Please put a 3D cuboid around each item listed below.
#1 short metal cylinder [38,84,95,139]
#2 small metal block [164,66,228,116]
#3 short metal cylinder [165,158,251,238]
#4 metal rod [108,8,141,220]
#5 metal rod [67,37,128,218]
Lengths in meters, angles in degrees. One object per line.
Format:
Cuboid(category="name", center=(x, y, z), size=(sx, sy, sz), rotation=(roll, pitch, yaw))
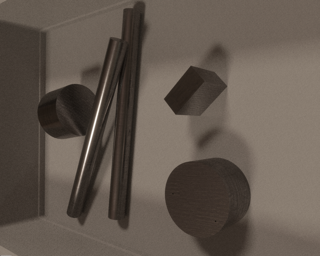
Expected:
Cuboid(category="short metal cylinder", center=(-0.140, -0.025, 0.484), size=(0.050, 0.081, 0.080), rotation=(-9, 84, 39))
Cuboid(category="small metal block", center=(0.041, -0.041, 0.355), size=(0.050, 0.050, 0.025), rotation=(-50, 61, 28))
Cuboid(category="short metal cylinder", center=(0.053, 0.075, 0.346), size=(0.080, 0.050, 0.079), rotation=(0, 90, 39))
Cuboid(category="metal rod", center=(-0.052, -0.017, 0.446), size=(0.025, 0.025, 0.298), rotation=(8, 95, 39))
Cuboid(category="metal rod", center=(-0.100, 0.014, 0.467), size=(0.025, 0.025, 0.298), rotation=(35, 117, 34))
